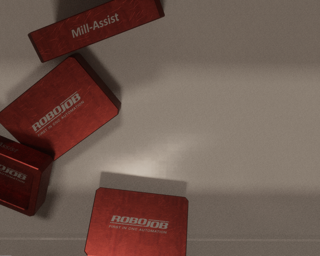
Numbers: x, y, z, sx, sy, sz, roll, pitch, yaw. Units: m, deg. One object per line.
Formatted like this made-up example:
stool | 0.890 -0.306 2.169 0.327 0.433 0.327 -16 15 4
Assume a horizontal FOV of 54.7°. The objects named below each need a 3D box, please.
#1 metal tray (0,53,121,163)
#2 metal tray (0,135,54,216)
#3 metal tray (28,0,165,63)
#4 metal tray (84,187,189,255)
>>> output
metal tray | -0.128 -0.022 0.399 0.130 0.030 0.090 -35 107 11
metal tray | -0.213 0.055 0.406 0.131 0.030 0.089 22 121 0
metal tray | -0.062 -0.112 0.334 0.131 0.090 0.030 -19 109 6
metal tray | -0.029 0.136 0.428 0.131 0.090 0.030 7 151 -3
